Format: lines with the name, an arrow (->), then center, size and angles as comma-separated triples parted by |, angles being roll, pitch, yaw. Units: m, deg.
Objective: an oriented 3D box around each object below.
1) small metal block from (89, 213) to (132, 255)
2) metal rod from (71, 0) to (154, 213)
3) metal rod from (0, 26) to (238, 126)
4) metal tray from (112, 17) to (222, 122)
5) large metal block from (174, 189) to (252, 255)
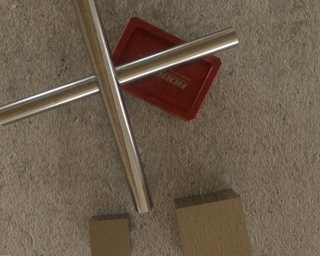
small metal block -> -0.065, 0.143, 0.409 | 0.050, 0.025, 0.050 | -4, 90, -1
metal rod -> -0.054, -0.031, 0.361 | 0.025, 0.025, 0.298 | -14, 110, 0
metal rod -> -0.052, -0.063, 0.378 | 0.302, 0.025, 0.025 | -19, 90, 0
metal tray -> 0.003, -0.075, 0.407 | 0.131, 0.030, 0.090 | 26, 90, -1
large metal block -> 0.066, 0.129, 0.399 | 0.080, 0.050, 0.080 | -10, 90, -1
